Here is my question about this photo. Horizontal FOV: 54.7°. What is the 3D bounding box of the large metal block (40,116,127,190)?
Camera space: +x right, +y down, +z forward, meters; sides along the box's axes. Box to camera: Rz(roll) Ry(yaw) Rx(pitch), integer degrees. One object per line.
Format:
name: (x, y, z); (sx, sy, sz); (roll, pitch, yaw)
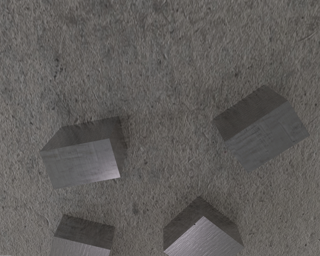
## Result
large metal block: (-0.090, 0.028, 0.390); (0.080, 0.080, 0.050); (-11, 110, 4)

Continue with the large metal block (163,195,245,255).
large metal block: (0.062, 0.162, 0.456); (0.080, 0.050, 0.080); (40, 105, -14)

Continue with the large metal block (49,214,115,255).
large metal block: (-0.119, 0.186, 0.464); (0.080, 0.050, 0.079); (16, 109, -6)

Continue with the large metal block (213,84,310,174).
large metal block: (0.119, -0.002, 0.381); (0.080, 0.080, 0.050); (-35, 107, 12)
